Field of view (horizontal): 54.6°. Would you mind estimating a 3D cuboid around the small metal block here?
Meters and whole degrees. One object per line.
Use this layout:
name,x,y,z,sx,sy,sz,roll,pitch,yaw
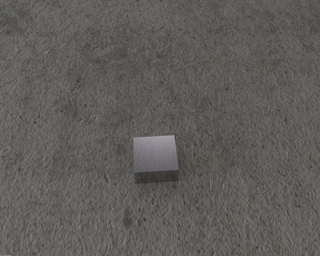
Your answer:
small metal block,-0.005,0.037,0.372,0.050,0.025,0.050,-3,50,-3
